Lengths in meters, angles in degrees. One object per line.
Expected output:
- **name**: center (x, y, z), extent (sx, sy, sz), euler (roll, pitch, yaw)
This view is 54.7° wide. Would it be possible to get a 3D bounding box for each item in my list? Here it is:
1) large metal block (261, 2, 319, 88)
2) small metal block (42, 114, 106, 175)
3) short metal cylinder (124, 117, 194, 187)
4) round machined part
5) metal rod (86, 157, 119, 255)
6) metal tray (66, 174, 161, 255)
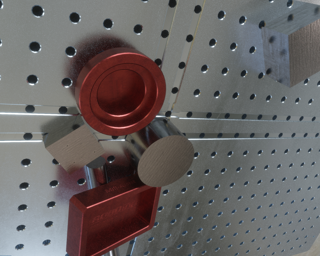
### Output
- **large metal block**: center (0.193, -0.116, 0.432), extent (0.080, 0.050, 0.080), euler (-29, 129, -10)
- **small metal block**: center (-0.102, 0.020, 0.369), extent (0.050, 0.025, 0.050), euler (-33, 129, -7)
- **short metal cylinder**: center (-0.002, 0.032, 0.416), extent (0.081, 0.050, 0.079), euler (-14, 124, -21)
- **round machined part**: center (-0.046, -0.043, 0.349), extent (0.099, 0.042, 0.097), euler (-14, 125, -21)
- **metal rod**: center (-0.079, 0.169, 0.474), extent (0.025, 0.025, 0.298), euler (-15, 125, -20)
- **metal tray**: center (-0.058, 0.116, 0.418), extent (0.131, 0.030, 0.089), euler (-13, 121, -44)
